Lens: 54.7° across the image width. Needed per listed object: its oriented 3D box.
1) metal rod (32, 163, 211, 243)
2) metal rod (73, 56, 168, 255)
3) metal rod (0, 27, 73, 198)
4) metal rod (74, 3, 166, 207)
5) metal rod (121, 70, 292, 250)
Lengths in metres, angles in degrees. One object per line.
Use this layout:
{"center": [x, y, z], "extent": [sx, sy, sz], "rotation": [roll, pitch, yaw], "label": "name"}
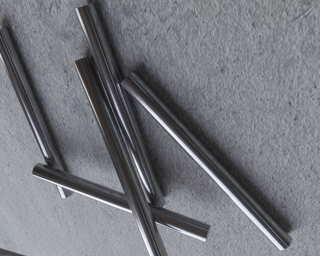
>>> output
{"center": [-0.070, 0.109, 0.477], "extent": [0.301, 0.025, 0.025], "rotation": [15, 125, 19], "label": "metal rod"}
{"center": [-0.050, 0.050, 0.423], "extent": [0.025, 0.025, 0.299], "rotation": [-16, 98, 34], "label": "metal rod"}
{"center": [-0.201, -0.010, 0.507], "extent": [0.025, 0.025, 0.298], "rotation": [2, 119, 27], "label": "metal rod"}
{"center": [-0.046, -0.013, 0.422], "extent": [0.025, 0.025, 0.298], "rotation": [-4, 117, 30], "label": "metal rod"}
{"center": [0.063, 0.045, 0.401], "extent": [0.300, 0.025, 0.025], "rotation": [46, 129, -5], "label": "metal rod"}
